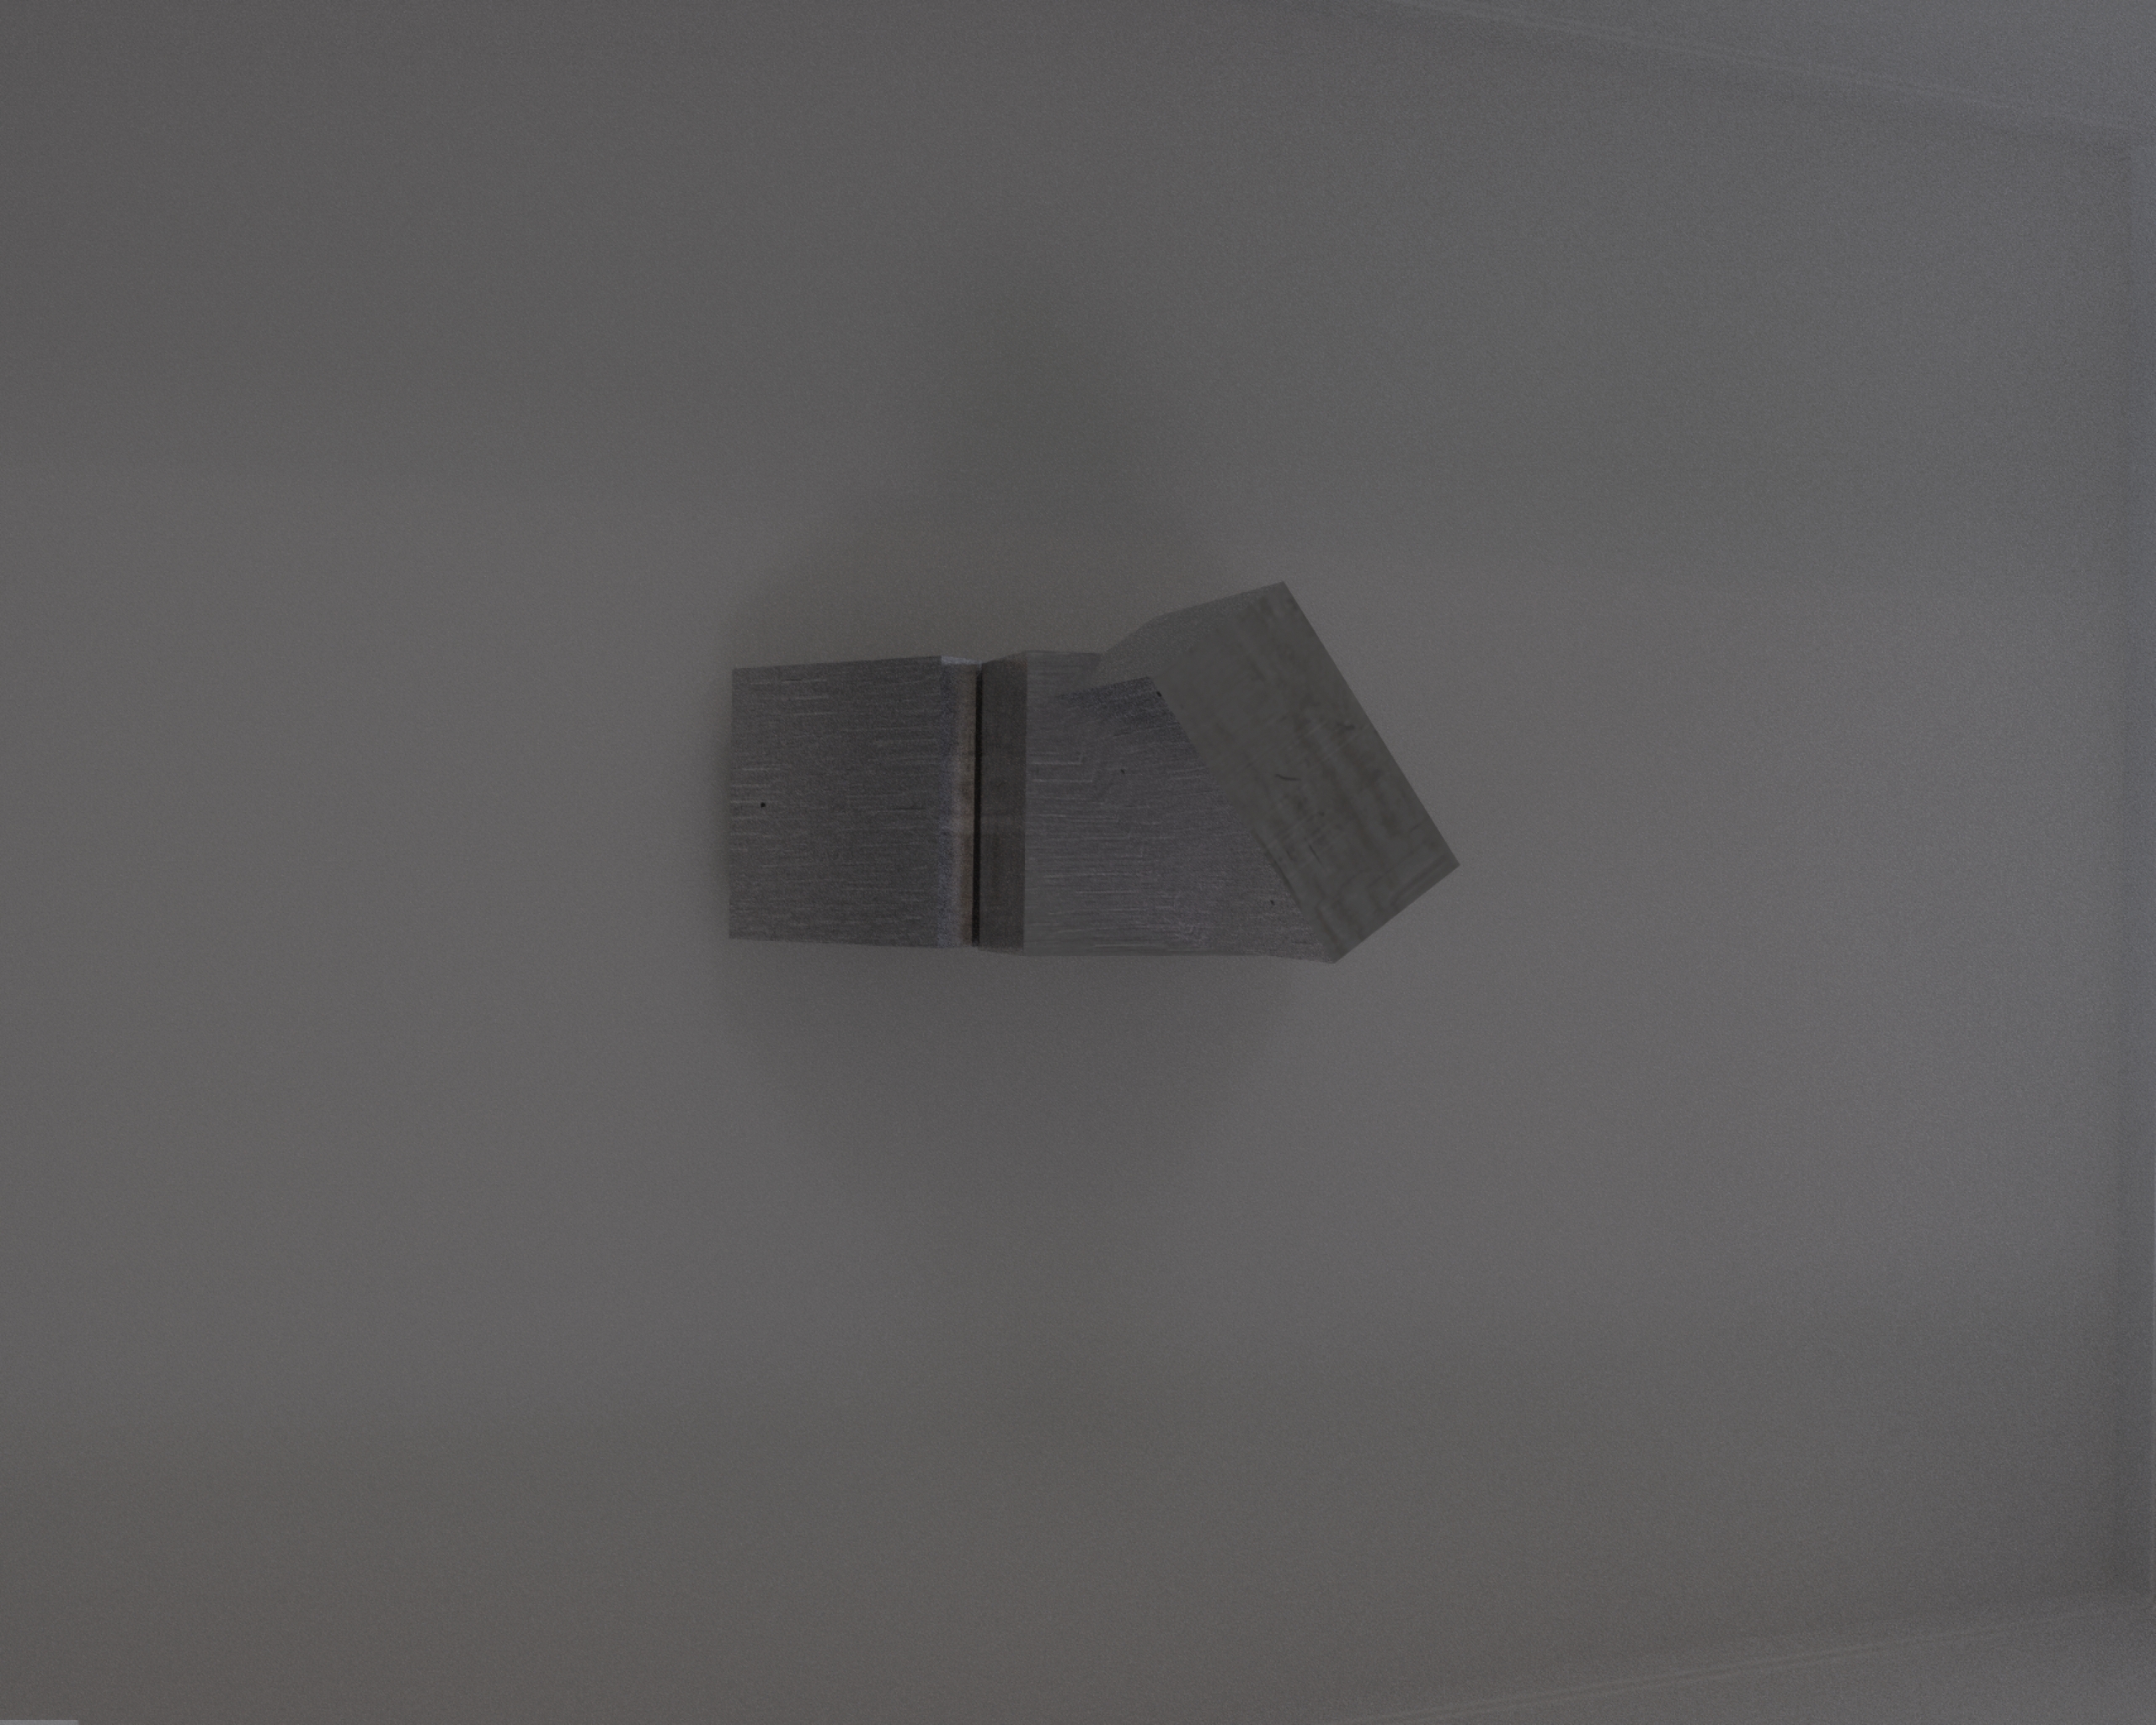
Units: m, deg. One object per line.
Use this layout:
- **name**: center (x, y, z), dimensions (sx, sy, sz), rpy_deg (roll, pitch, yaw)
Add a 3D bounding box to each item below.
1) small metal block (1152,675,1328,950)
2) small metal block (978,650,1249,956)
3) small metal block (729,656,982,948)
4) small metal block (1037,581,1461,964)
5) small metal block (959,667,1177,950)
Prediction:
- **small metal block**: center (0.032, -0.009, 0.405), dimensions (0.025, 0.050, 0.050), rpy_deg (1, 90, 14)
- **small metal block**: center (0.011, -0.009, 0.359), dimensions (0.050, 0.025, 0.050), rpy_deg (1, 90, -20)
- **small metal block**: center (-0.036, -0.010, 0.379), dimensions (0.025, 0.050, 0.050), rpy_deg (1, 90, -54)
- **small metal block**: center (0.025, -0.013, 0.324), dimensions (0.025, 0.050, 0.050), rpy_deg (-37, 102, -16)
- **small metal block**: center (-0.003, -0.009, 0.394), dimensions (0.025, 0.050, 0.050), rpy_deg (1, 90, -20)
